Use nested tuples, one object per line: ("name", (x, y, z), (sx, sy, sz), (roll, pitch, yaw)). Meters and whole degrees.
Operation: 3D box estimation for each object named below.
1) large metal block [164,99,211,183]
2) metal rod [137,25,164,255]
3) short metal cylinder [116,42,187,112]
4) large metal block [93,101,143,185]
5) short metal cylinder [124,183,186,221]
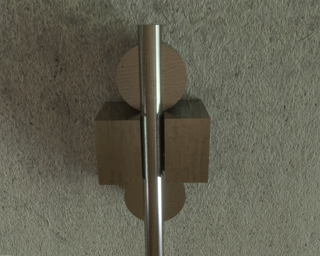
("large metal block", (0.030, 0.013, 0.387), (0.050, 0.080, 0.079), (-1, 110, 0))
("metal rod", (-0.009, 0.034, 0.369), (0.025, 0.025, 0.298), (-1, 110, 0))
("short metal cylinder", (-0.009, -0.064, 0.374), (0.081, 0.050, 0.079), (0, 110, 0))
("large metal block", (-0.047, 0.015, 0.387), (0.050, 0.080, 0.079), (-1, 110, 0))
("short metal cylinder", (-0.007, 0.082, 0.428), (0.081, 0.050, 0.079), (0, 110, 0))
